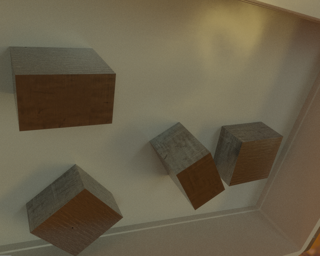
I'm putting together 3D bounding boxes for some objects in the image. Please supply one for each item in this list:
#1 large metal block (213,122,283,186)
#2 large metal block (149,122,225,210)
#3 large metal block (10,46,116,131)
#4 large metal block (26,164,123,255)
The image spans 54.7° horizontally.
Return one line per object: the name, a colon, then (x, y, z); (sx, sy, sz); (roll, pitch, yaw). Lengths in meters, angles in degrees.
large metal block: (0.137, 0.040, 0.495); (0.081, 0.050, 0.079); (-6, 121, -26)
large metal block: (0.037, 0.051, 0.427); (0.050, 0.080, 0.080); (-33, 129, -7)
large metal block: (-0.095, -0.041, 0.296); (0.081, 0.080, 0.050); (-6, 121, -26)
large metal block: (-0.109, 0.107, 0.400); (0.080, 0.050, 0.080); (-39, 130, -2)
